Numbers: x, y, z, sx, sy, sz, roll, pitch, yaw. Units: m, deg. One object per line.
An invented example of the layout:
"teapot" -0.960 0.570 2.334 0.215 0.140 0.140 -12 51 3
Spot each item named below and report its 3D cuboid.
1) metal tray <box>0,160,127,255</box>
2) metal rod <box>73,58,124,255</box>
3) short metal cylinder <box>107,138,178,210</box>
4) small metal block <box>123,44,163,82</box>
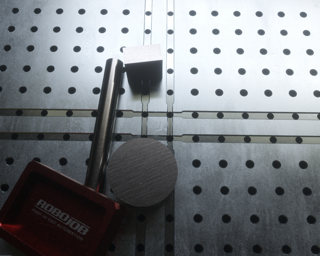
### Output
"metal tray" -0.114 0.102 0.350 0.130 0.030 0.090 21 76 22
"metal rod" -0.079 0.046 0.394 0.025 0.025 0.299 5 70 2
"short metal cylinder" -0.020 0.057 0.377 0.081 0.050 0.080 0 70 0
"small metal block" -0.023 -0.089 0.431 0.050 0.050 0.025 -7 70 -3
